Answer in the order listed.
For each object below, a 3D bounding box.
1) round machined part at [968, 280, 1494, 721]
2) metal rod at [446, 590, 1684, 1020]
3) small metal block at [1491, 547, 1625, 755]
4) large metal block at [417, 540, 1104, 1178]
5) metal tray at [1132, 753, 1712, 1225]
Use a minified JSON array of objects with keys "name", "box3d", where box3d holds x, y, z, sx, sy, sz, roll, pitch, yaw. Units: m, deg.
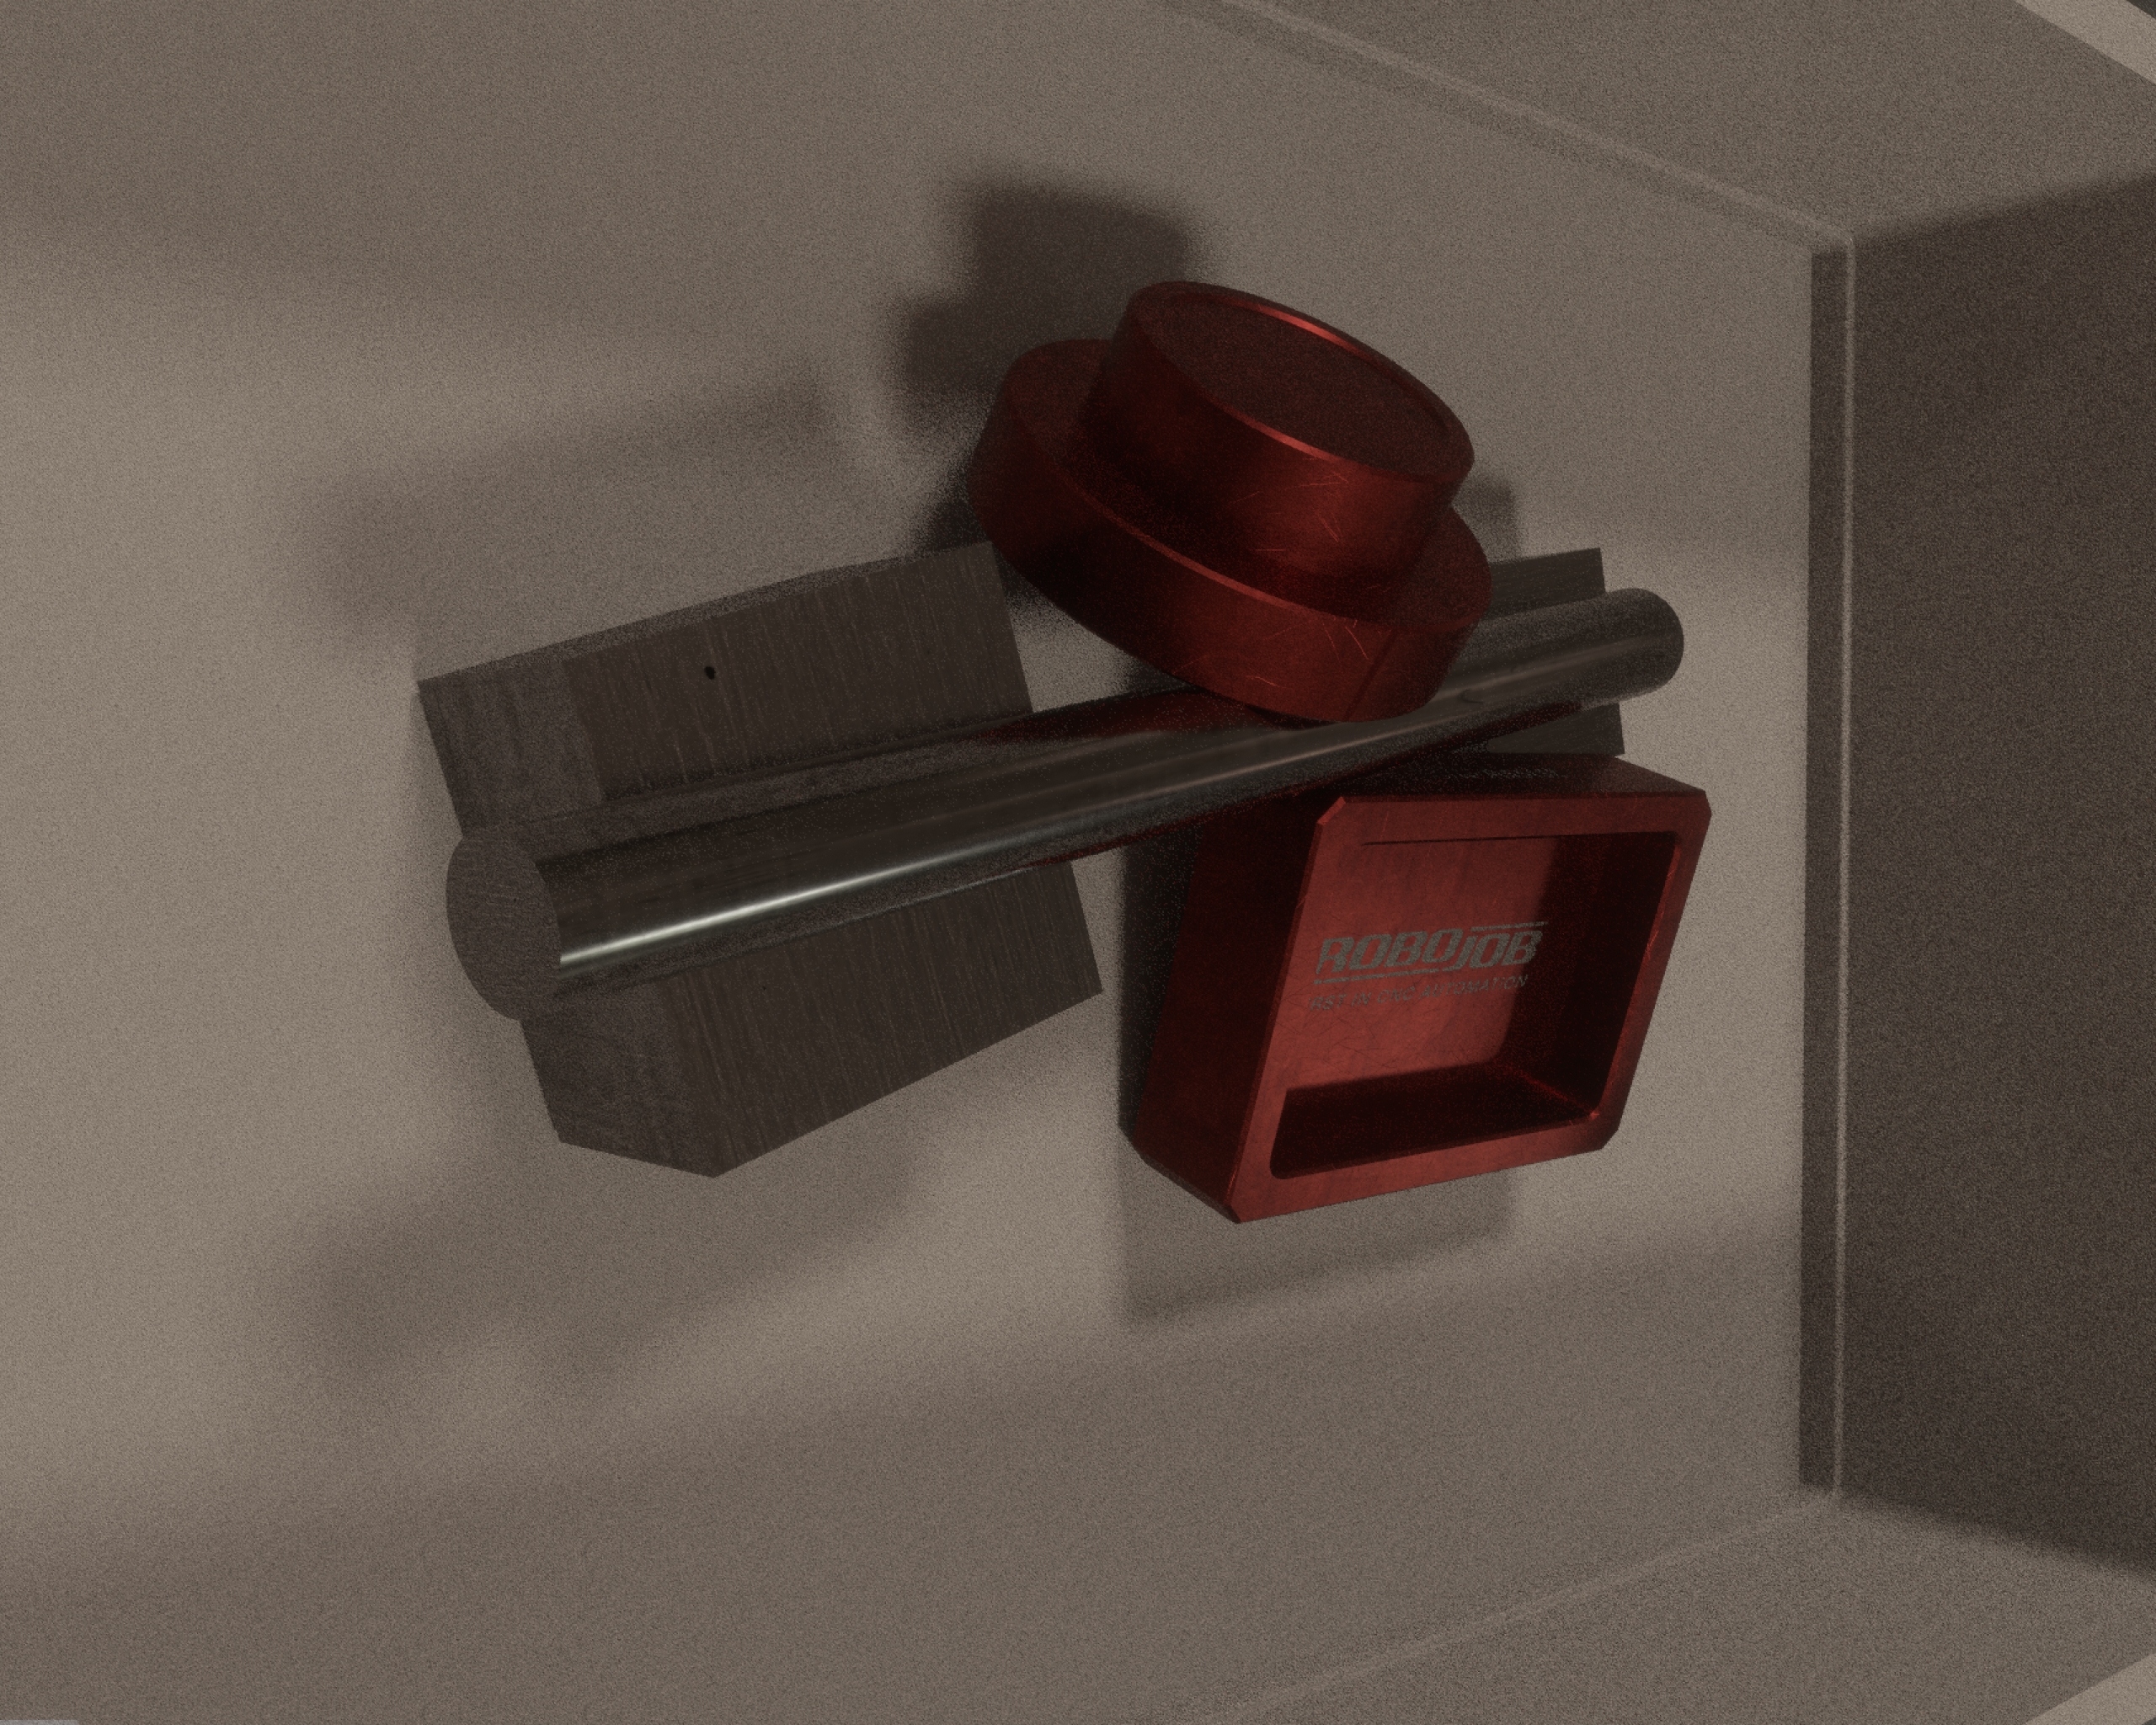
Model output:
[{"name":"round machined part","box3d":[0.033,-0.072,0.384,0.099,0.098,0.042,-6,135,-40]},{"name":"metal rod","box3d":[0.028,-0.022,0.372,0.302,0.025,0.025,-16,101,-46]},{"name":"small metal block","box3d":[0.101,-0.046,0.491,0.050,0.025,0.050,-15,100,-39]},{"name":"large metal block","box3d":[-0.051,-0.003,0.346,0.081,0.050,0.079,-23,105,-38]},{"name":"metal tray","box3d":[0.077,0.023,0.450,0.131,0.030,0.089,-2,111,-41]}]
